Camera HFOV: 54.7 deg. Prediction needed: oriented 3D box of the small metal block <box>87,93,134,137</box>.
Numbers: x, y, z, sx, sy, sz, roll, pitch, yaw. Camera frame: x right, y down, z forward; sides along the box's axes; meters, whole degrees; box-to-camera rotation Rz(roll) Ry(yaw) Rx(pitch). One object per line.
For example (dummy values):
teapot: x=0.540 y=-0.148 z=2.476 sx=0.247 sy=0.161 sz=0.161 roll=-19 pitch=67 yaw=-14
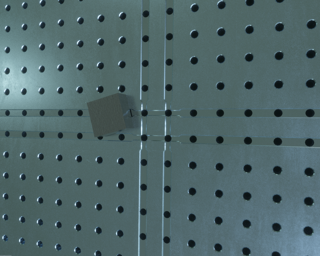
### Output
small metal block: x=-0.070 y=-0.017 z=0.436 sx=0.050 sy=0.025 sz=0.050 roll=-15 pitch=85 yaw=19
